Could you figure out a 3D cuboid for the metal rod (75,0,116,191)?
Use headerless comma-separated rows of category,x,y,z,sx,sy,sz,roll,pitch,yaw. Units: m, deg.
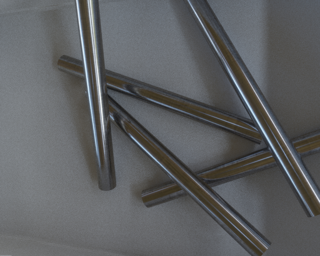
metal rod,-0.077,-0.053,0.373,0.025,0.025,0.298,9,117,19

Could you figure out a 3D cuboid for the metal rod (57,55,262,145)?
metal rod,-0.010,-0.044,0.413,0.301,0.025,0.025,21,97,18

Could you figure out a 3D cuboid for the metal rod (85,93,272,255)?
metal rod,0.006,0.039,0.386,0.300,0.025,0.025,41,103,23

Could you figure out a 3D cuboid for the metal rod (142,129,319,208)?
metal rod,0.114,0.041,0.370,0.300,0.025,0.025,-22,83,18

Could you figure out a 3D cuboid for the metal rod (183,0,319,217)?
metal rod,0.101,-0.044,0.357,0.025,0.025,0.299,-30,74,17
